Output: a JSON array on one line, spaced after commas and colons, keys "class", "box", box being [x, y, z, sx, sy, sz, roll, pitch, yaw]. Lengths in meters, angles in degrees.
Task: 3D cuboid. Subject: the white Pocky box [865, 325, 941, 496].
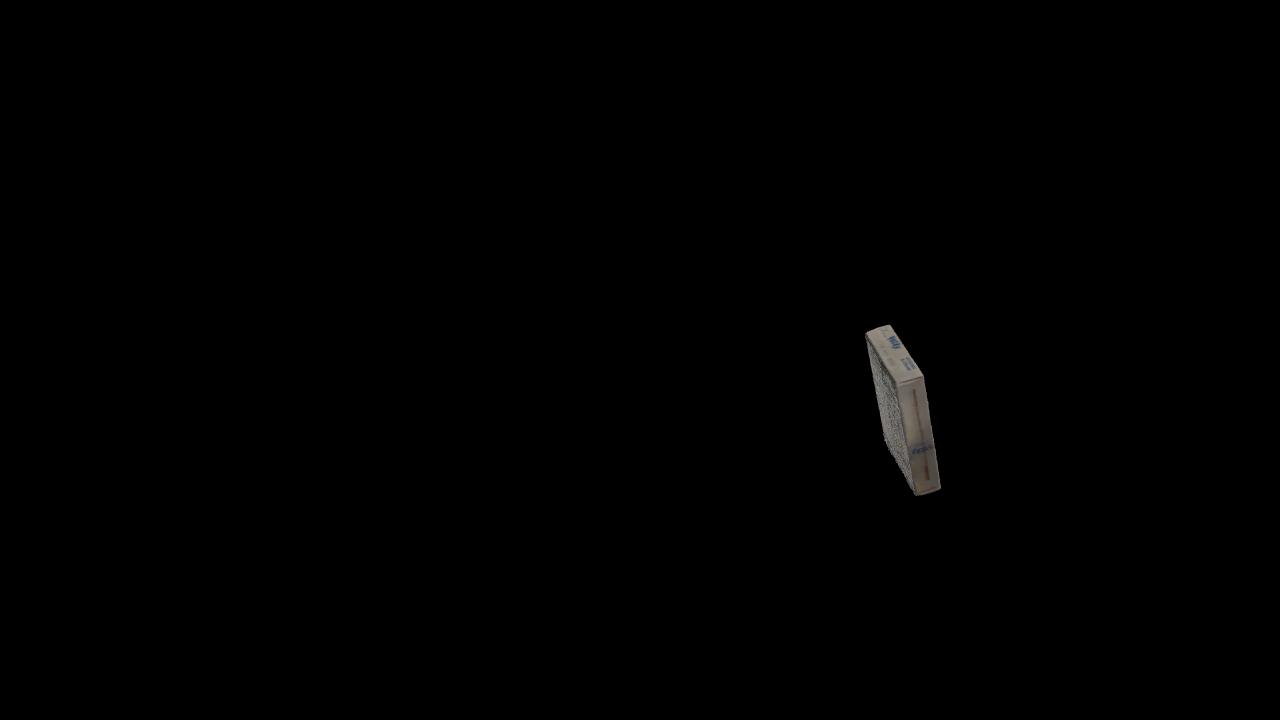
[{"class": "white Pocky box", "box": [0.250, 0.050, 0.586, 0.028, 0.154, 0.084, -19, 35, 10]}]
